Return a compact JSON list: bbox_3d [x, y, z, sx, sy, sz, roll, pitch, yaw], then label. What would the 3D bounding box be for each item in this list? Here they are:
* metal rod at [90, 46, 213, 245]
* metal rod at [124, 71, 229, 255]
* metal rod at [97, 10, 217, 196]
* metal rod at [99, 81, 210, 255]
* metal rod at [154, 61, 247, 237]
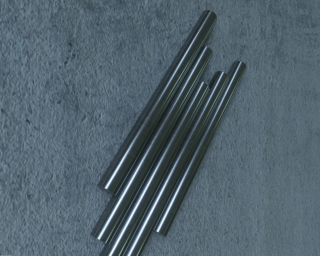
[{"bbox_3d":[0.000,0.006,0.408,0.025,0.025,0.300,44,63,-32],"label":"metal rod"},{"bbox_3d":[0.029,0.039,0.433,0.025,0.025,0.300,44,64,-32],"label":"metal rod"},{"bbox_3d":[0.007,-0.049,0.414,0.025,0.025,0.300,44,64,-32],"label":"metal rod"},{"bbox_3d":[-0.006,0.059,0.403,0.025,0.025,0.300,44,63,-32],"label":"metal rod"},{"bbox_3d":[0.065,0.017,0.463,0.025,0.025,0.300,44,64,-32],"label":"metal rod"}]
